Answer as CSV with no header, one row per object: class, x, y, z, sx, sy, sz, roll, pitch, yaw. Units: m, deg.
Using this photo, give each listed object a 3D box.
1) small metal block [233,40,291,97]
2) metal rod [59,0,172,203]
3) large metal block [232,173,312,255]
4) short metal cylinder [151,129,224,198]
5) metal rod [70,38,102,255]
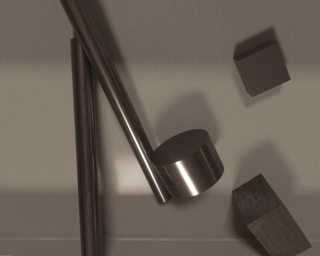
small metal block,0.126,-0.074,0.386,0.050,0.025,0.050,-25,109,8
metal rod,-0.047,-0.026,0.388,0.025,0.025,0.299,-20,114,7
large metal block,0.152,0.123,0.430,0.050,0.080,0.080,-35,107,12
short metal cylinder,0.035,0.044,0.399,0.080,0.080,0.050,-25,109,8
metal rod,-0.091,0.042,0.384,0.025,0.025,0.298,-2,95,0
